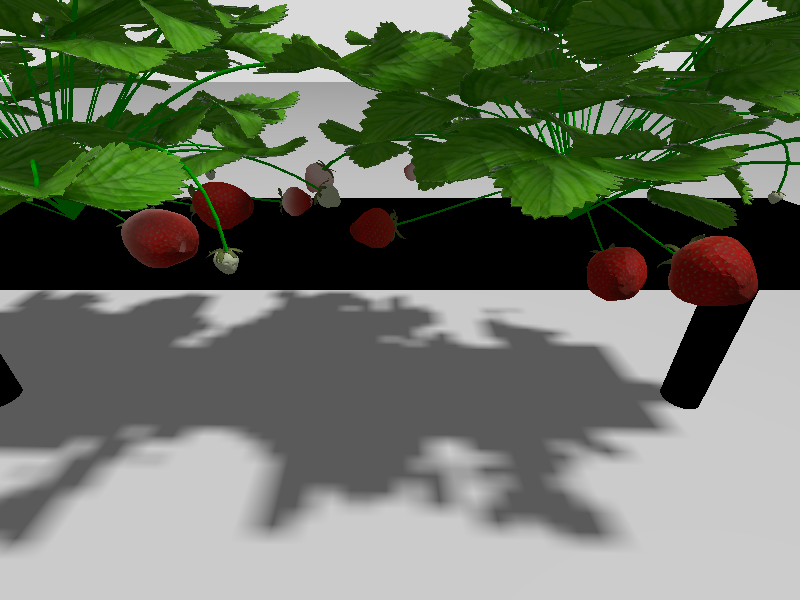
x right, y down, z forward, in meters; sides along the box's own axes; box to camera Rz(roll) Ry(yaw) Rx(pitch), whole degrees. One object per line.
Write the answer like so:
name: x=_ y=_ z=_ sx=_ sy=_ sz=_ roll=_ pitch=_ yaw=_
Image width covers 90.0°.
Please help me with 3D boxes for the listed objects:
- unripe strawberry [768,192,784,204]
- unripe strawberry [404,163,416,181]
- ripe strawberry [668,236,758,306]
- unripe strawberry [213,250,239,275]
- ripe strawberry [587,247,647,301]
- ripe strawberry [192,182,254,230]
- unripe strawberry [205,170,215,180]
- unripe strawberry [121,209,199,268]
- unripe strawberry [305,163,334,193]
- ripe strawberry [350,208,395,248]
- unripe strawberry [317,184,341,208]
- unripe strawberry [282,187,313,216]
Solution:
unripe strawberry: x=0.367 y=-0.100 z=0.391 sx=0.010 sy=0.011 sz=0.011 roll=-5 pitch=31 yaw=-9
unripe strawberry: x=0.016 y=-0.154 z=0.478 sx=0.024 sy=0.021 sz=0.024 roll=-27 pitch=35 yaw=-37
ripe strawberry: x=0.175 y=-0.014 z=0.223 sx=0.039 sy=0.041 sz=0.042 roll=-4 pitch=31 yaw=-7
unripe strawberry: x=-0.111 y=-0.024 z=0.256 sx=0.017 sy=0.016 sz=0.015 roll=18 pitch=35 yaw=27
ripe strawberry: x=0.124 y=-0.013 z=0.229 sx=0.031 sy=0.033 sz=0.034 roll=6 pitch=31 yaw=10
ripe strawberry: x=-0.144 y=-0.078 z=0.331 sx=0.045 sy=0.038 sz=0.044 roll=5 pitch=31 yaw=8
unripe strawberry: x=-0.226 y=-0.148 z=0.476 sx=0.011 sy=0.011 sz=0.011 roll=14 pitch=33 yaw=23
unripe strawberry: x=-0.155 y=-0.041 z=0.266 sx=0.045 sy=0.038 sz=0.045 roll=20 pitch=36 yaw=30
unripe strawberry: x=-0.090 y=-0.131 z=0.436 sx=0.033 sy=0.032 sz=0.030 roll=-38 pitch=9 yaw=35
ripe strawberry: x=-0.021 y=-0.054 z=0.299 sx=0.032 sy=0.028 sz=0.032 roll=-11 pitch=32 yaw=-17
unripe strawberry: x=-0.067 y=-0.098 z=0.384 sx=0.022 sy=0.022 sz=0.024 roll=27 pitch=22 yaw=-22
unripe strawberry: x=-0.093 y=-0.089 z=0.363 sx=0.026 sy=0.026 sz=0.029 roll=-1 pitch=30 yaw=-2
